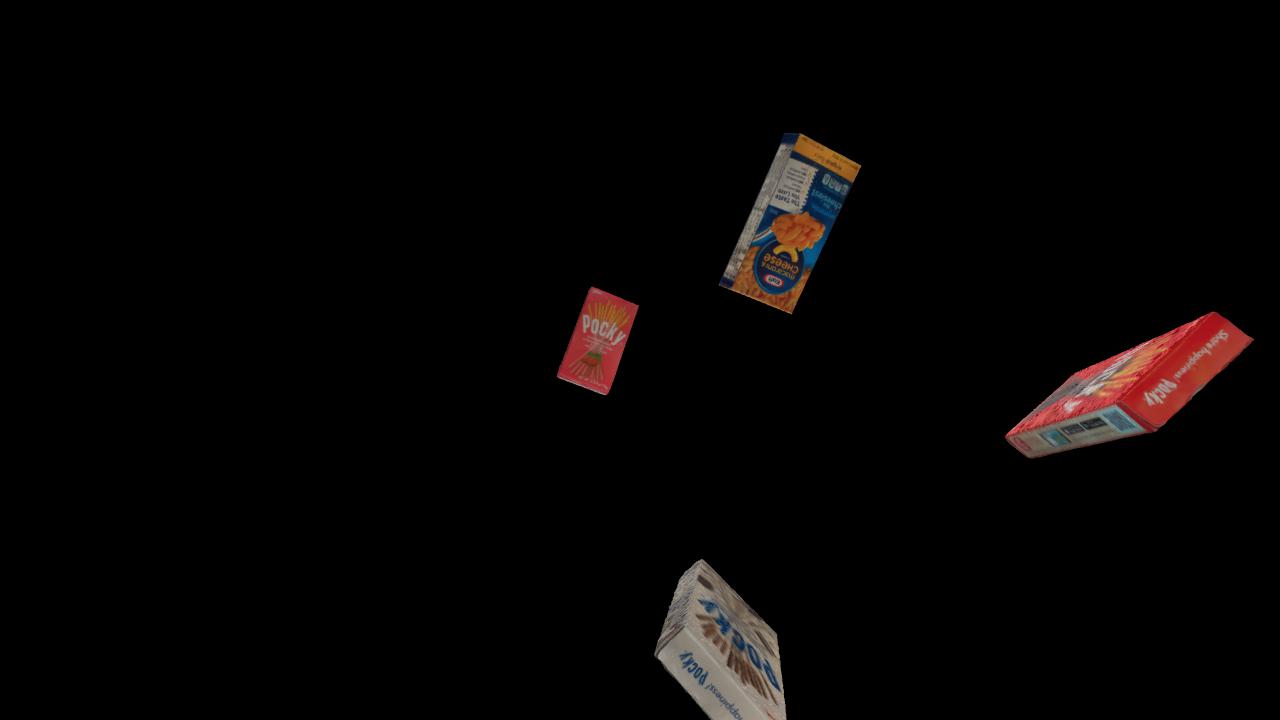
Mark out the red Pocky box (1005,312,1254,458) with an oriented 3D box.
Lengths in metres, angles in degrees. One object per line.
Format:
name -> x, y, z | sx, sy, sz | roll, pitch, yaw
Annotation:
red Pocky box -> 0.320, 0.024, 0.420 | 0.083, 0.028, 0.155 | -39, -17, -4

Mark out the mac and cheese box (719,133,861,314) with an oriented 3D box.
mac and cheese box -> 0.171, -0.154, 0.707 | 0.093, 0.184, 0.041 | 17, 12, -24

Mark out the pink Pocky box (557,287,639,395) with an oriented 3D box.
pink Pocky box -> -0.065, -0.031, 0.965 | 0.084, 0.155, 0.029 | 22, -17, -9

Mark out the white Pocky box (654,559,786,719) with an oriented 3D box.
white Pocky box -> 0.056, 0.189, 0.409 | 0.084, 0.028, 0.154 | 45, 4, 9
